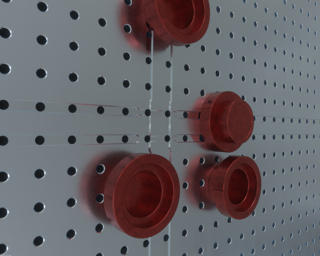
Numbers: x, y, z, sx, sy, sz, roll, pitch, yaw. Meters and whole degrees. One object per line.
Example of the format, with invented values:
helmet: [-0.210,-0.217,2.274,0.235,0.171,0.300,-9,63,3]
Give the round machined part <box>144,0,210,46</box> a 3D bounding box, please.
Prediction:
round machined part: [0.018,-0.158,0.412,0.099,0.042,0.097,0,90,-40]

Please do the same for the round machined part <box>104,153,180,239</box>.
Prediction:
round machined part: [-0.025,0.079,0.376,0.099,0.042,0.097,0,90,-40]

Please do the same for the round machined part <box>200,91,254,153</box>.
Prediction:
round machined part: [0.111,-0.010,0.490,0.099,0.042,0.097,0,90,-40]

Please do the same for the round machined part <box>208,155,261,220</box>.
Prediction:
round machined part: [0.115,0.092,0.494,0.099,0.042,0.097,0,90,-40]
